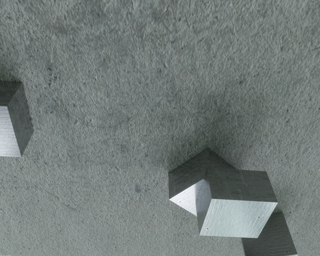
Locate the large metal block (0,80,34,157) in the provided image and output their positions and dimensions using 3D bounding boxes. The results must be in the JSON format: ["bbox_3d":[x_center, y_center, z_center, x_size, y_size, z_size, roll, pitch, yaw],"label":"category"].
[{"bbox_3d":[-0.210,-0.012,0.378,0.081,0.050,0.079,4,130,-4],"label":"large metal block"}]

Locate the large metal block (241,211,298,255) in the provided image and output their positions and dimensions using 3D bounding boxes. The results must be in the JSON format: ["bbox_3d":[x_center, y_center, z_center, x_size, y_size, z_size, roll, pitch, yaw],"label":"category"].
[{"bbox_3d":[0.185,0.200,0.543,0.080,0.080,0.050,-11,129,9],"label":"large metal block"}]

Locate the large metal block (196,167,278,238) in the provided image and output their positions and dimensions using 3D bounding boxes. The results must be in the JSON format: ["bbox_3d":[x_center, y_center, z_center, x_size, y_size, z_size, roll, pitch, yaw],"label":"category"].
[{"bbox_3d":[0.097,0.101,0.412,0.081,0.050,0.079,4,130,-5],"label":"large metal block"}]

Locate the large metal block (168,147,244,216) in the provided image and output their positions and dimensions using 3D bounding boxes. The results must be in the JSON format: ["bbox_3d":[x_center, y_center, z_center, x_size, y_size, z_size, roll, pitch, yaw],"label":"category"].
[{"bbox_3d":[0.070,0.087,0.465,0.080,0.050,0.080,37,121,-27],"label":"large metal block"}]
